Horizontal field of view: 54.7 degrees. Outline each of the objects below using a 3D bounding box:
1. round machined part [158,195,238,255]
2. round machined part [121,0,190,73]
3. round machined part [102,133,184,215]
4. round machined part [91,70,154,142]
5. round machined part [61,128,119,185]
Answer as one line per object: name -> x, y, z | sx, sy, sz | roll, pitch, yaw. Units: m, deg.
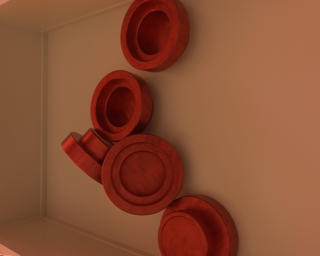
round machined part -> 0.036, 0.129, 0.361 | 0.098, 0.042, 0.097 | -5, 82, 39
round machined part -> -0.002, -0.120, 0.397 | 0.098, 0.042, 0.097 | 0, 90, 40
round machined part -> -0.022, 0.057, 0.392 | 0.099, 0.042, 0.097 | 1, 83, -4
round machined part -> -0.048, -0.028, 0.432 | 0.098, 0.042, 0.097 | -5, 82, 37
round machined part -> -0.086, 0.037, 0.438 | 0.042, 0.098, 0.098 | -48, 58, -1
